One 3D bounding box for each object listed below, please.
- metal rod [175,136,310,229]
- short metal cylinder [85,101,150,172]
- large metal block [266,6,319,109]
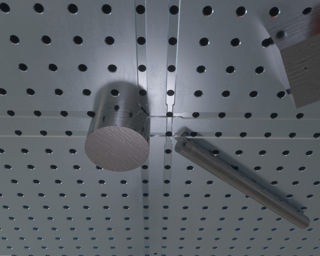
[{"bbox_3d":[0.144,0.096,0.494,0.301,0.025,0.025,33,123,-25],"label":"metal rod"},{"bbox_3d":[-0.053,0.012,0.405,0.081,0.050,0.079,0,130,0],"label":"short metal cylinder"},{"bbox_3d":[0.170,-0.078,0.330,0.080,0.050,0.080,-21,127,17],"label":"large metal block"}]
